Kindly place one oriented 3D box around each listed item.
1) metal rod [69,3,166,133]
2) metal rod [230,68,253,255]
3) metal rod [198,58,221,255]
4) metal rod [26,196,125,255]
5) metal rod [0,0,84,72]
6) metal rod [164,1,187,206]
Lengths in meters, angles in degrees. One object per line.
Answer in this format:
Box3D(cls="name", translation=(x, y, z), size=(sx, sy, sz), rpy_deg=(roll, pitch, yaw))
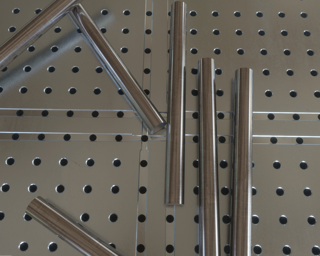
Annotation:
Box3D(cls="metal rod", translation=(-0.084, -0.118, 0.454), size=(0.025, 0.025, 0.299), rpy_deg=(-32, 73, -11))
Box3D(cls="metal rod", translation=(0.103, 0.060, 0.390), size=(0.025, 0.025, 0.299), rpy_deg=(6, 70, 2))
Box3D(cls="metal rod", translation=(0.061, 0.046, 0.395), size=(0.025, 0.025, 0.299), rpy_deg=(2, 70, 1))
Box3D(cls="metal rod", translation=(-0.027, 0.169, 0.349), size=(0.300, 0.025, 0.025), rpy_deg=(31, 73, 10))
Box3D(cls="metal rod", translation=(-0.195, -0.124, 0.439), size=(0.300, 0.025, 0.025), rpy_deg=(-45, 76, -8))
Box3D(cls="metal rod", translation=(0.023, -0.047, 0.429), size=(0.025, 0.025, 0.299), rpy_deg=(2, 70, 1))
